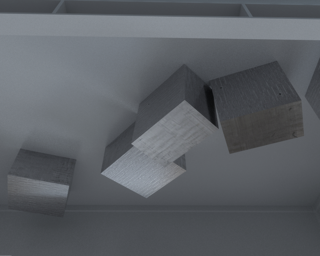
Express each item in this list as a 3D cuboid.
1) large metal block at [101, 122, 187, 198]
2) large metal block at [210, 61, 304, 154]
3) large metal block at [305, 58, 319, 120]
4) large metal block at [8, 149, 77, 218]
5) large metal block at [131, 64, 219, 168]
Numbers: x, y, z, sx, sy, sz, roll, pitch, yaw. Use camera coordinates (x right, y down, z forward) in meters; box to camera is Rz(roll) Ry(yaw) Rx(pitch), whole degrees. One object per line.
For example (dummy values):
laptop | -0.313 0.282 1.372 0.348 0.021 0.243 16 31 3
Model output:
large metal block | -0.022 0.042 0.429 0.080 0.050 0.080 35 122 -26
large metal block | 0.107 -0.025 0.354 0.080 0.080 0.050 -15 129 12
large metal block | 0.210 -0.044 0.338 0.050 0.080 0.079 1 130 -1
large metal block | -0.175 0.084 0.461 0.081 0.050 0.079 13 129 -11
large metal block | 0.017 -0.015 0.358 0.050 0.080 0.080 38 120 -23
